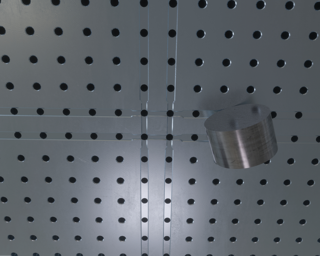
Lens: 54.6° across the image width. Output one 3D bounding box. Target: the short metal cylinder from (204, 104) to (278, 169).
[{"bbox_3d":[0.101,0.008,0.388,0.080,0.080,0.050,-16,109,6],"label":"short metal cylinder"}]
